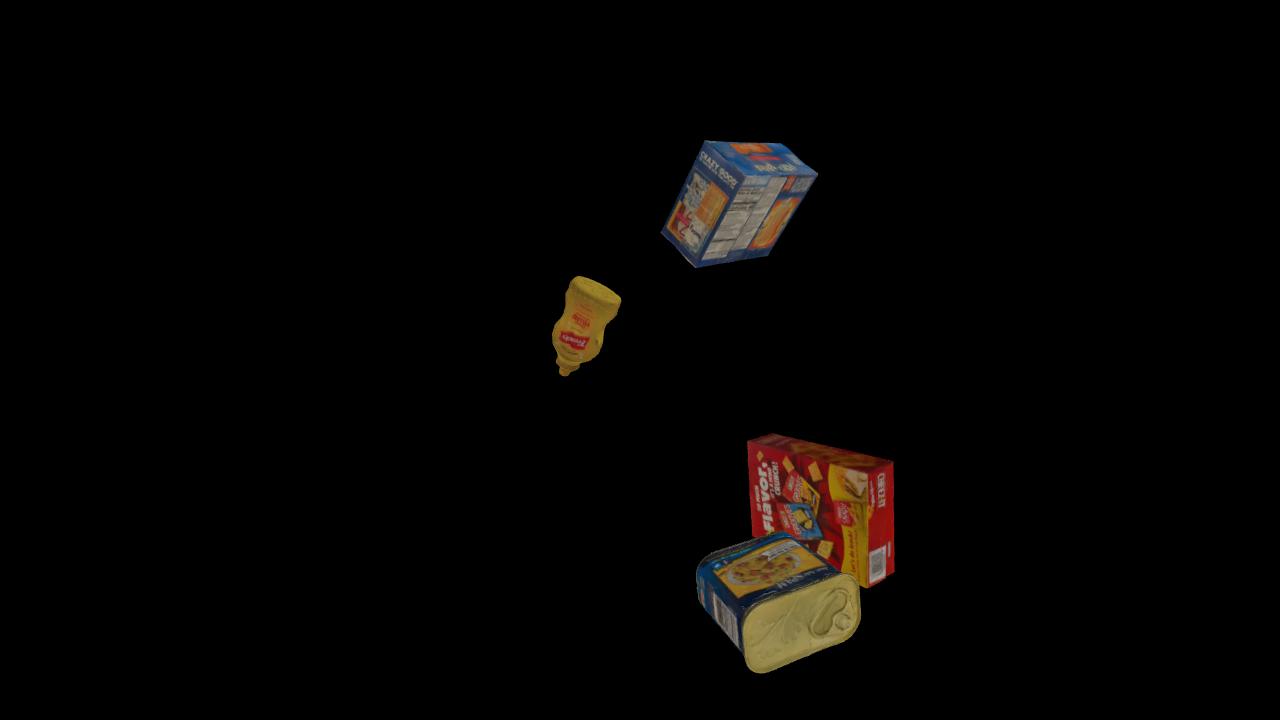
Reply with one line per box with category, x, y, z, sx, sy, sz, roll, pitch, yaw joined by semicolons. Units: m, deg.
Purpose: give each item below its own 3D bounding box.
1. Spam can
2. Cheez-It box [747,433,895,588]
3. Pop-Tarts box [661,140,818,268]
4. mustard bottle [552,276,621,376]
Spam can;0.105;0.184;0.484;0.101;0.058;0.085;-11;14;-19
Cheez-It box;0.261;0.212;0.912;0.071;0.166;0.223;-10;10;-34
Pop-Tarts box;0.133;-0.211;0.829;0.167;0.083;0.141;-17;-33;-42
mustard bottle;-0.103;-0.046;1.058;0.092;0.184;0.054;26;30;0
